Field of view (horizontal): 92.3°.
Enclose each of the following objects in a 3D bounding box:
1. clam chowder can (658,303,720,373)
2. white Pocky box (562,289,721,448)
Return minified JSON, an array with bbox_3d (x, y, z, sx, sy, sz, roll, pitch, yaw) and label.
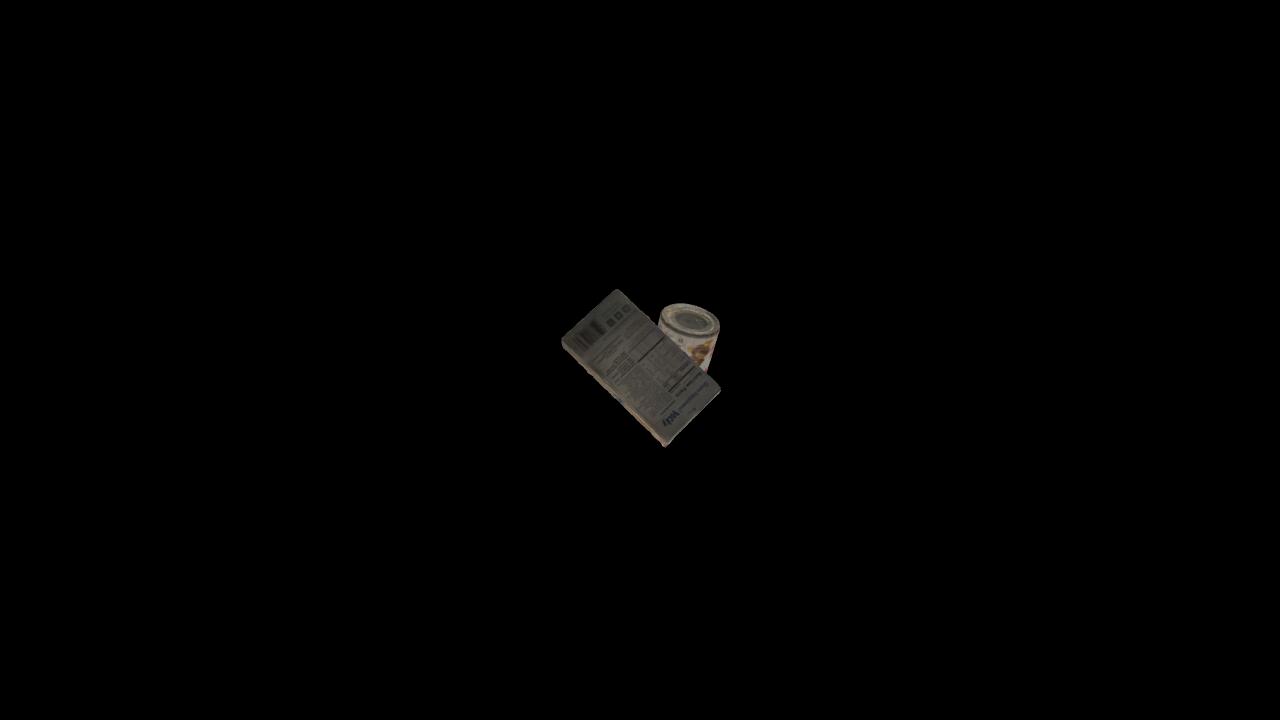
[{"bbox_3d":[0.045,-0.003,0.682,0.068,0.102,0.068,8,33,-5],"label":"clam chowder can"},{"bbox_3d":[0.000,0.006,0.635,0.084,0.154,0.028,-44,-9,-14],"label":"white Pocky box"}]
